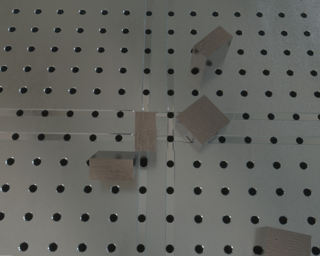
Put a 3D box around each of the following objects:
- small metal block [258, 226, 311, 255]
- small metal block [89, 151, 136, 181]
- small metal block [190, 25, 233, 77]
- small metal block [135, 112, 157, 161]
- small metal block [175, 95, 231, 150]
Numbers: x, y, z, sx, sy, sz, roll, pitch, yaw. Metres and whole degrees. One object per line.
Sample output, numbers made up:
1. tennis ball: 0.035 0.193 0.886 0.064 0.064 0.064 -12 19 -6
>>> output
1. small metal block: 0.144 0.145 0.359 0.050 0.025 0.050 11 70 4
2. small metal block: -0.055 0.045 0.379 0.050 0.050 0.025 2 96 1
3. small metal block: 0.072 -0.108 0.438 0.050 0.050 0.025 -41 75 -13
4. small metal block: -0.017 0.012 0.394 0.025 0.050 0.050 -1 70 -1
5. small metal block: 0.056 -0.008 0.415 0.050 0.025 0.050 -38 74 -13
